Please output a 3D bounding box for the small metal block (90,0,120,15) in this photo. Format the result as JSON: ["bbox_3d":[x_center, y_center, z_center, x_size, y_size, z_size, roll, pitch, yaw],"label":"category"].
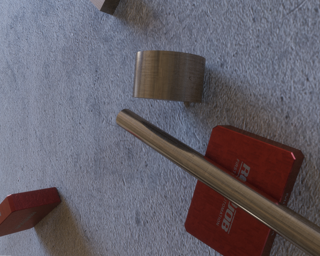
[{"bbox_3d":[-0.083,-0.209,0.471,0.050,0.025,0.050,50,119,28],"label":"small metal block"}]

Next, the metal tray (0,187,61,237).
[{"bbox_3d":[-0.254,0.156,0.567,0.129,0.091,0.030,-41,66,32],"label":"metal tray"}]

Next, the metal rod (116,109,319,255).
[{"bbox_3d":[0.058,0.051,0.315,0.300,0.025,0.025,32,110,35],"label":"metal rod"}]

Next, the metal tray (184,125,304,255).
[{"bbox_3d":[0.085,0.071,0.331,0.090,0.030,0.129,23,104,37],"label":"metal tray"}]

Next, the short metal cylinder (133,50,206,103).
[{"bbox_3d":[0.010,-0.057,0.359,0.080,0.081,0.050,8,95,39],"label":"short metal cylinder"}]
